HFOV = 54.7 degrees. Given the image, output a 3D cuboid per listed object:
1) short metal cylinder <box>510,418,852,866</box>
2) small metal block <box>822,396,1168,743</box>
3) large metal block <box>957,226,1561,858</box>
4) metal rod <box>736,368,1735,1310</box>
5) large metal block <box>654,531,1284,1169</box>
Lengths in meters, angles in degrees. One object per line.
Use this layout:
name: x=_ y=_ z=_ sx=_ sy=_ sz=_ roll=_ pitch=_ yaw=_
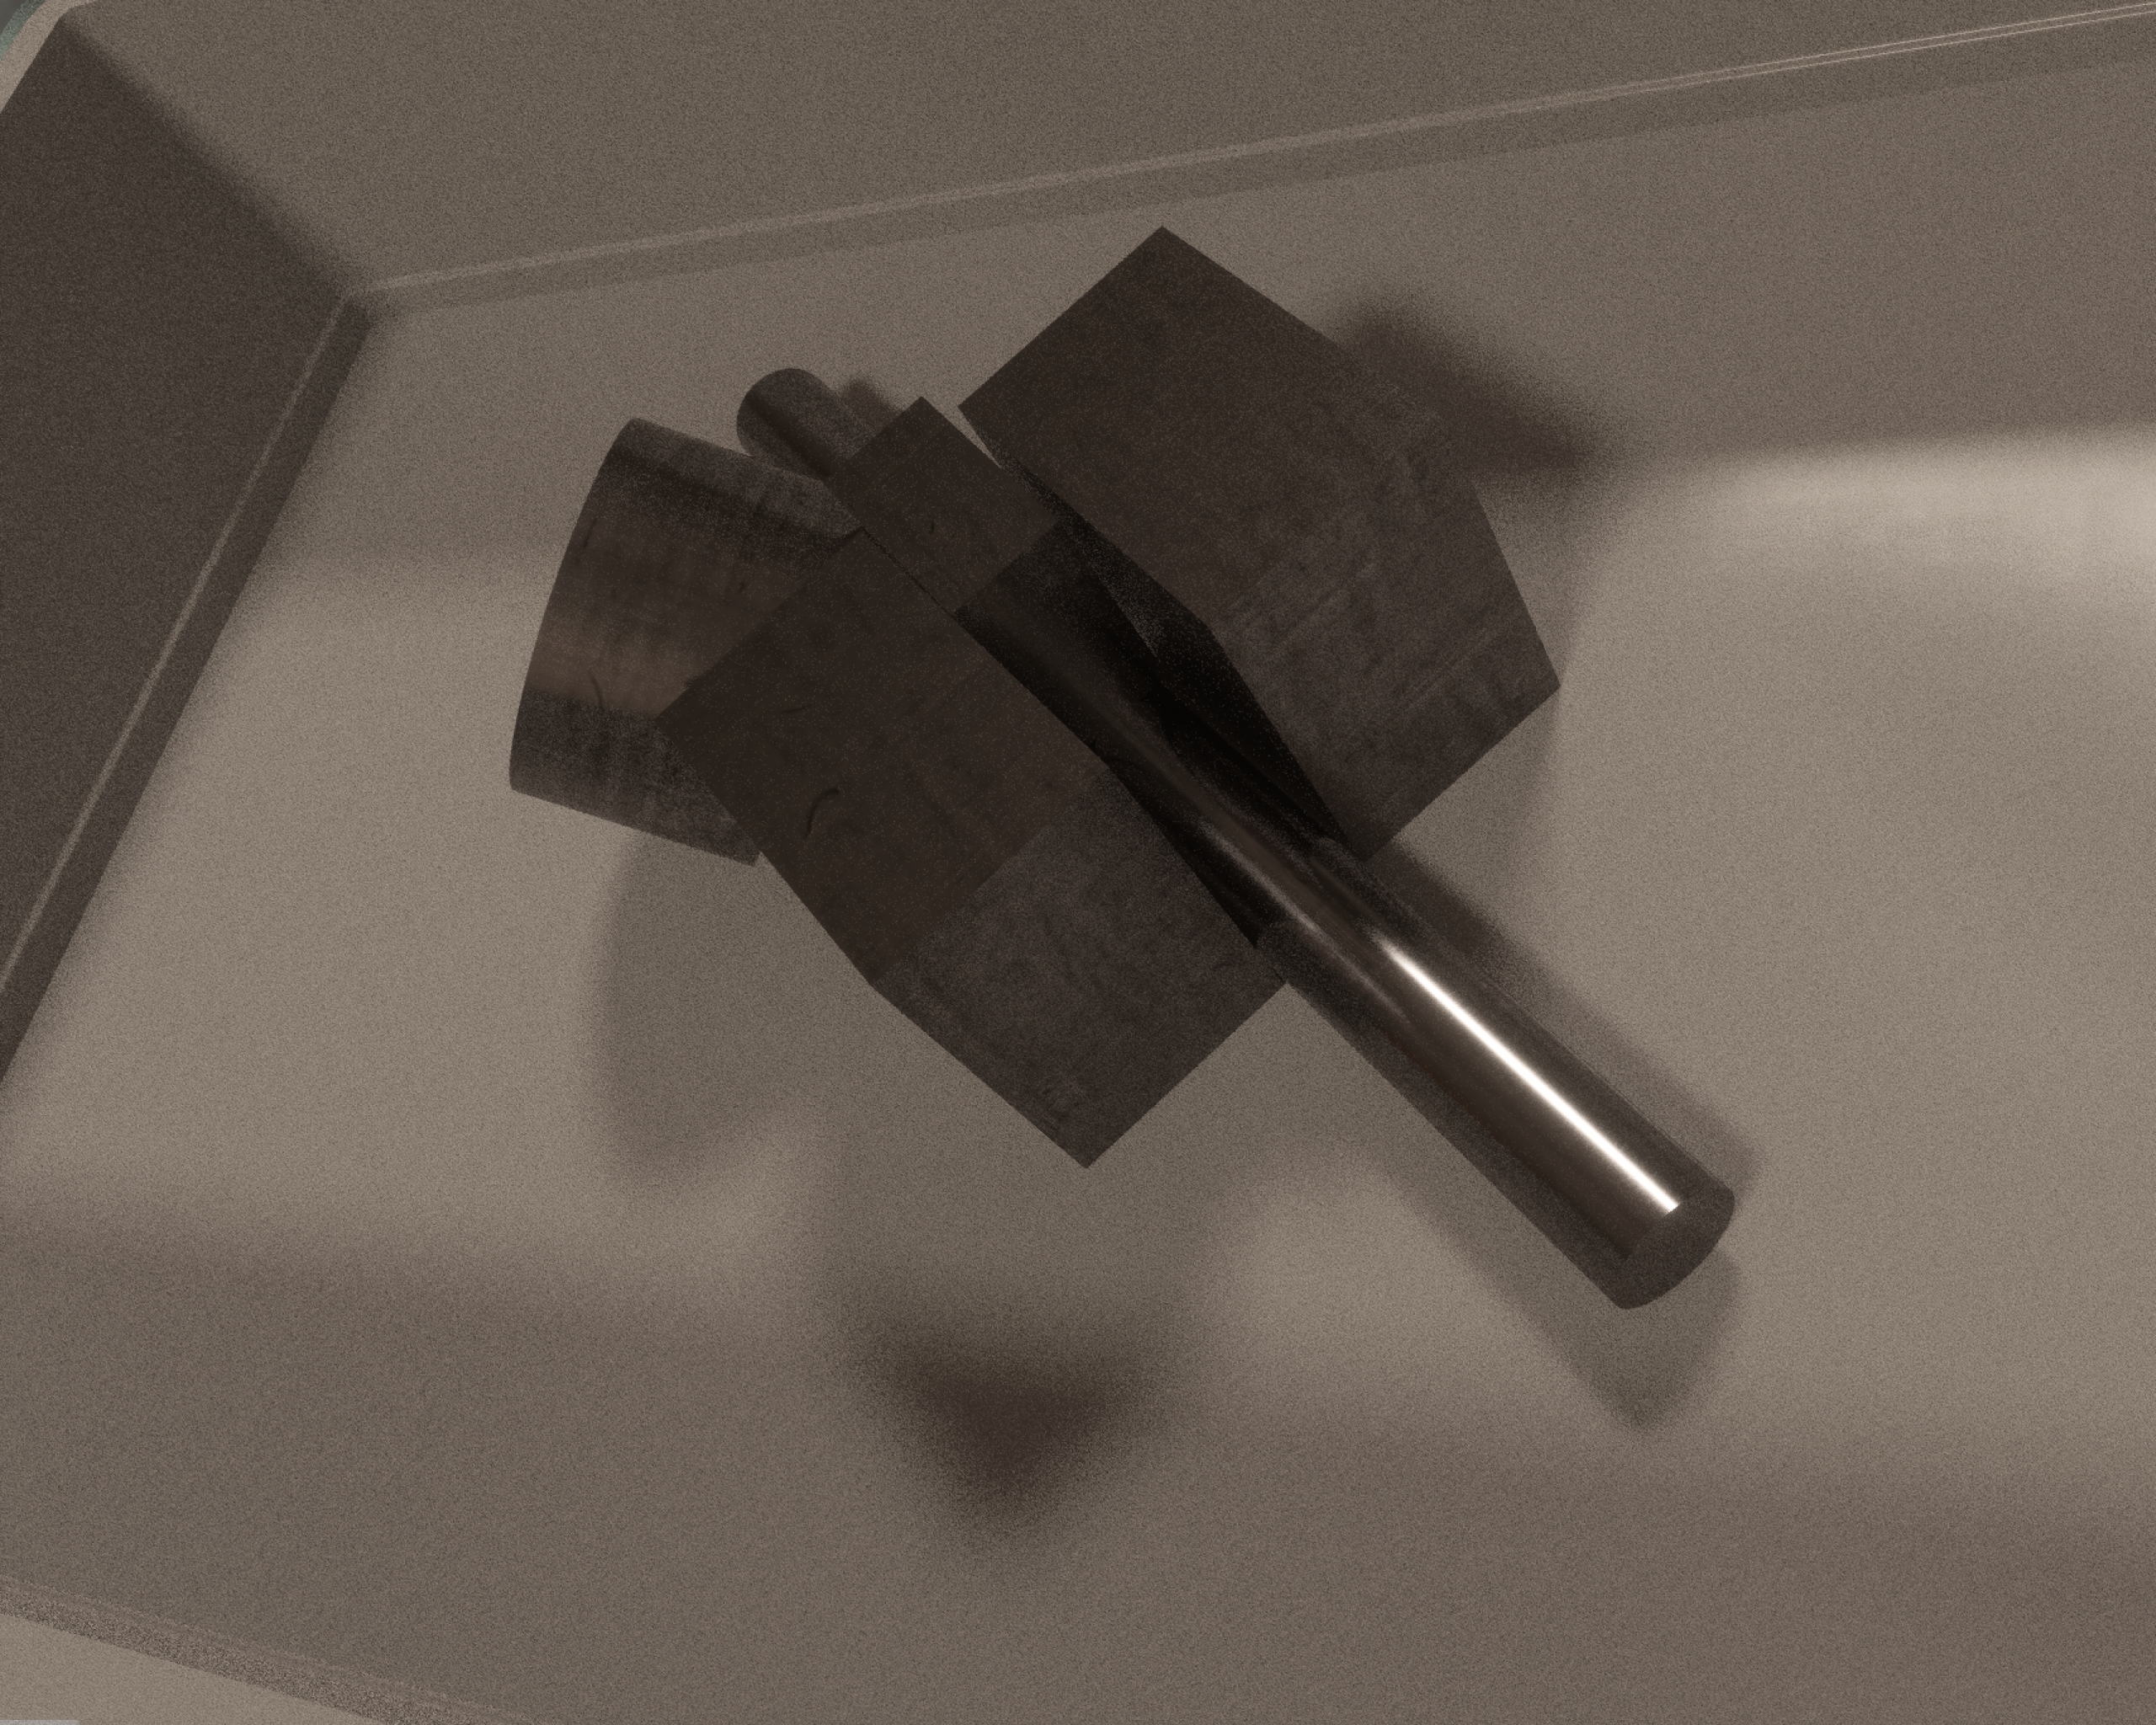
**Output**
short metal cylinder: x=-0.078 y=-0.045 z=0.427 sx=0.050 sy=0.080 sz=0.080 roll=18 pitch=66 yaw=-7
small metal block: x=-0.015 y=-0.054 z=0.398 sx=0.025 sy=0.050 sz=0.050 roll=-42 pitch=51 yaw=0
large metal block: x=0.035 y=-0.058 z=0.386 sx=0.050 sy=0.080 sz=0.080 roll=-42 pitch=51 yaw=-1
metal rod: x=0.010 y=-0.025 z=0.414 sx=0.025 sy=0.025 sz=0.300 roll=-43 pitch=51 yaw=-2
large metal block: x=-0.019 y=-0.001 z=0.379 sx=0.050 sy=0.080 sz=0.080 roll=-43 pitch=51 yaw=-1
